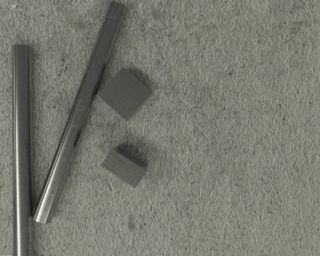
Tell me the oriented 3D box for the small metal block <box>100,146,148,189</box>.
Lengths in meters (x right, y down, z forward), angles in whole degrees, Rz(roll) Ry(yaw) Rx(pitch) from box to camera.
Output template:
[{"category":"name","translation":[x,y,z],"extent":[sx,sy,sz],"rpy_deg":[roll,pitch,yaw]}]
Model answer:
[{"category":"small metal block","translation":[-0.044,0.049,0.397],"extent":[0.050,0.050,0.025],"rpy_deg":[34,90,-1]}]

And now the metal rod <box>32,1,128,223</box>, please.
[{"category":"metal rod","translation":[-0.105,-0.021,0.408],"extent":[0.025,0.025,0.299],"rpy_deg":[20,90,-1]}]

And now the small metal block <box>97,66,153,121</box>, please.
[{"category":"small metal block","translation":[-0.045,-0.044,0.409],"extent":[0.050,0.025,0.050],"rpy_deg":[42,90,-1]}]

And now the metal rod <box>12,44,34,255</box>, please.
[{"category":"metal rod","translation":[-0.180,0.042,0.407],"extent":[0.025,0.025,0.298],"rpy_deg":[0,90,-1]}]
